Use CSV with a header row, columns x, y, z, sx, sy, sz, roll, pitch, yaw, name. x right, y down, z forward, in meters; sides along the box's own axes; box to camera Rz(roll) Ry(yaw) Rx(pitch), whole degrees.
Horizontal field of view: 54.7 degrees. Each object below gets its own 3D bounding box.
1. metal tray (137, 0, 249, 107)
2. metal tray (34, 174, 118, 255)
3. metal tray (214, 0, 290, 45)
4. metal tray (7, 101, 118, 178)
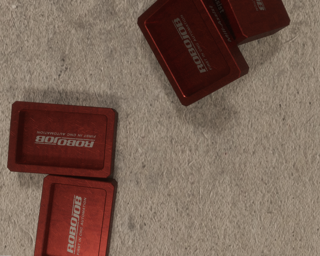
x,y,z,sx,sy,sz,roll,pitch,yaw,name
0.038,-0.103,0.382,0.090,0.030,0.130,-28,91,39,metal tray
-0.110,0.128,0.406,0.091,0.030,0.129,7,90,-1,metal tray
0.101,-0.175,0.389,0.091,0.030,0.129,-24,90,-29,metal tray
-0.125,0.015,0.405,0.131,0.030,0.089,4,90,-1,metal tray
